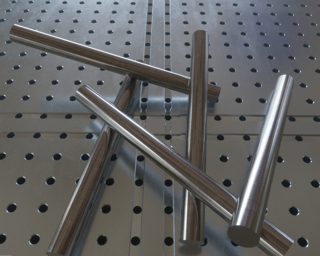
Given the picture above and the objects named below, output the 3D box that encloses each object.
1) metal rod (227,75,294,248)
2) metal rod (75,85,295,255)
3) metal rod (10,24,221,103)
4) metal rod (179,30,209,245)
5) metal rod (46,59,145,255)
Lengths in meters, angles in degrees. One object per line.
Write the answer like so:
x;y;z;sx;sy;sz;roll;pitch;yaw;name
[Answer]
0.128;0.008;0.357;0.025;0.025;0.301;20;39;16;metal rod
0.004;0.031;0.341;0.300;0.025;0.025;36;58;29;metal rod
-0.061;-0.091;0.443;0.302;0.025;0.025;17;51;-3;metal rod
0.047;-0.011;0.390;0.025;0.025;0.300;5;59;3;metal rod
-0.066;0.013;0.395;0.025;0.025;0.300;10;51;8;metal rod
